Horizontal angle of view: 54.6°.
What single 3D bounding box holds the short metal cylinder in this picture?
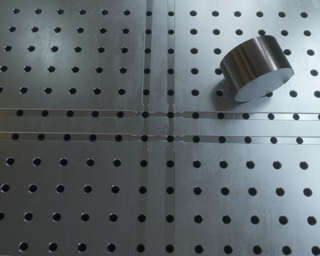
[{"bbox_3d":[0.127,-0.077,0.411,0.080,0.080,0.050,-18,71,-6],"label":"short metal cylinder"}]
